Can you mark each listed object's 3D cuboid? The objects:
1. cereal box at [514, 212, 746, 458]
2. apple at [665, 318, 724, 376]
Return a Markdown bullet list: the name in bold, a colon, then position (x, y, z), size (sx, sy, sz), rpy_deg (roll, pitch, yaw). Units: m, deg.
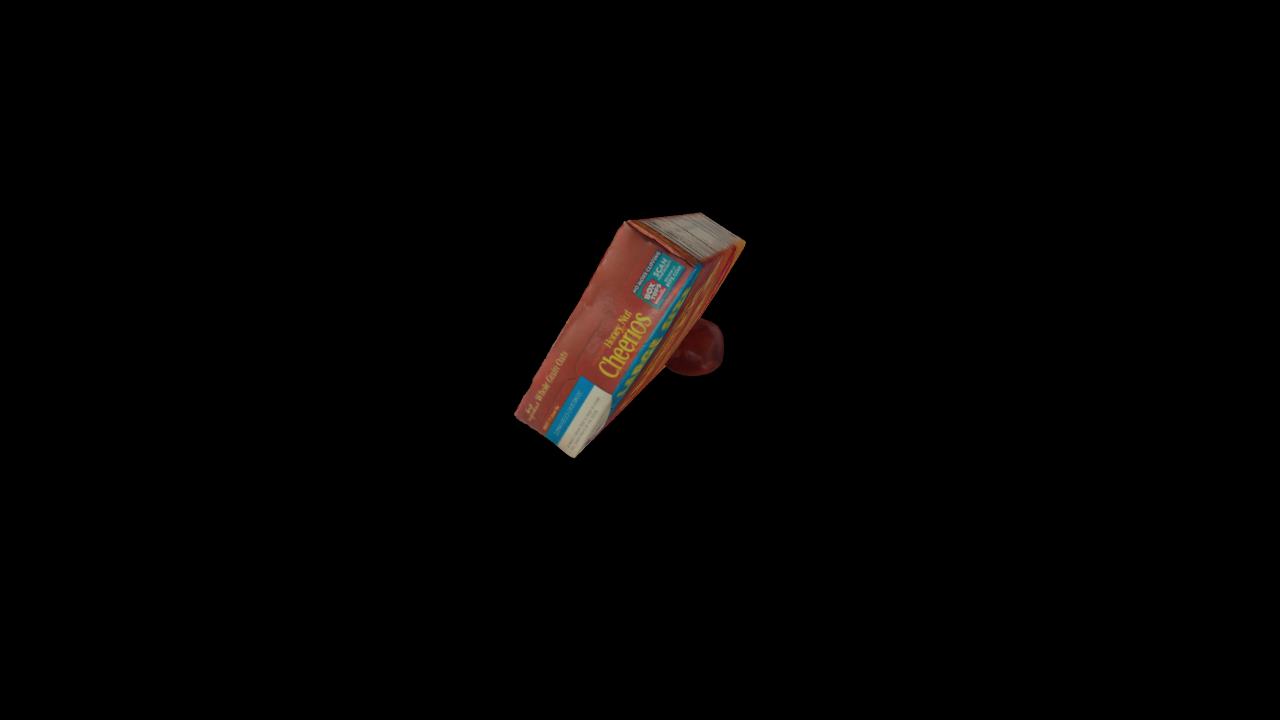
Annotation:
- **cereal box**: position (0.008, -0.045, 0.637), size (0.081, 0.203, 0.306), rpy_deg (34, 21, 5)
- **apple**: position (0.061, -0.016, 0.746), size (0.079, 0.079, 0.093), rpy_deg (0, -6, 37)
